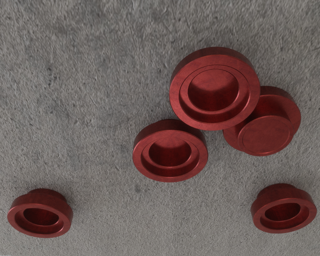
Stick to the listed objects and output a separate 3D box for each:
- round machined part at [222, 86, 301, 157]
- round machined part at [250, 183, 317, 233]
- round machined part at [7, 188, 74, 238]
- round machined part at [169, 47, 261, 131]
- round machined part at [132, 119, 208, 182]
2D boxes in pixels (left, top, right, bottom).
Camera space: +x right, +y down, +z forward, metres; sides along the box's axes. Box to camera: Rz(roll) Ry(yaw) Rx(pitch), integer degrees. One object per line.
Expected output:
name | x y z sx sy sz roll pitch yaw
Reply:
round machined part | 0.130 -0.001 0.396 0.099 0.042 0.097 0 130 0
round machined part | 0.198 0.128 0.507 0.099 0.042 0.097 0 130 0
round machined part | -0.193 0.137 0.511 0.099 0.042 0.097 0 130 0
round machined part | 0.060 -0.047 0.353 0.099 0.042 0.097 2 128 2
round machined part | 0.013 0.026 0.418 0.099 0.042 0.097 0 130 0
